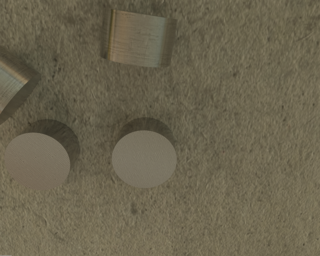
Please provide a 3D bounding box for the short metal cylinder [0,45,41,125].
[{"bbox_3d":[-0.186,-0.048,0.360,0.050,0.080,0.080,38,105,-13],"label":"short metal cylinder"}]

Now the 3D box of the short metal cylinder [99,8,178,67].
[{"bbox_3d":[-0.024,-0.101,0.343,0.081,0.080,0.050,8,110,-3],"label":"short metal cylinder"}]

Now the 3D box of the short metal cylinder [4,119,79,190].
[{"bbox_3d":[-0.152,0.034,0.407,0.081,0.050,0.079,0,110,-1],"label":"short metal cylinder"}]

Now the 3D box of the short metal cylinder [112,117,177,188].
[{"bbox_3d":[-0.020,0.031,0.408,0.081,0.050,0.079,0,110,-1],"label":"short metal cylinder"}]
